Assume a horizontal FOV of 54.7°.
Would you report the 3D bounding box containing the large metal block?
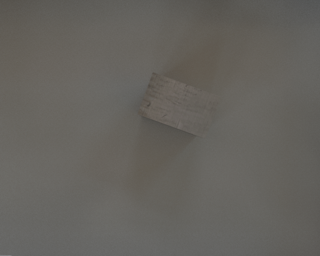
[{"bbox_3d":[0.021,-0.025,0.384,0.080,0.080,0.050,20,90,-1],"label":"large metal block"}]
